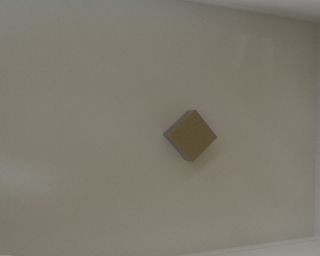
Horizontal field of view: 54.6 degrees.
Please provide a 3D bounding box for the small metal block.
[{"bbox_3d":[0.041,0.010,0.426,0.050,0.025,0.050,-43,104,-15],"label":"small metal block"}]
